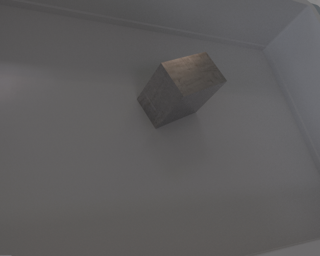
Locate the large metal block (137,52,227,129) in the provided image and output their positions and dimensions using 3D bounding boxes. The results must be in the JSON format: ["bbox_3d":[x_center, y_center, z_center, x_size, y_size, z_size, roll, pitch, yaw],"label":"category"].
[{"bbox_3d":[0.028,-0.050,0.415,0.081,0.080,0.050,-23,74,-36],"label":"large metal block"}]
